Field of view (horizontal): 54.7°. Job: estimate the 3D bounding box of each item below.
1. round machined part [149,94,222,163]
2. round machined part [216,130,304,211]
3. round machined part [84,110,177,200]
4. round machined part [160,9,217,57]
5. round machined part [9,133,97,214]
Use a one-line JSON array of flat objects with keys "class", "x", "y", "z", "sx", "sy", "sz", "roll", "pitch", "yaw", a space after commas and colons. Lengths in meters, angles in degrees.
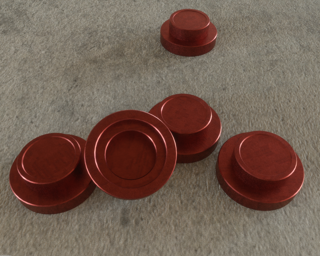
[{"class": "round machined part", "x": 0.030, "y": -0.006, "z": 0.398, "sx": 0.099, "sy": 0.042, "sz": 0.098, "roll": 0, "pitch": 50, "yaw": 0}, {"class": "round machined part", "x": 0.117, "y": 0.041, "z": 0.359, "sx": 0.099, "sy": 0.042, "sz": 0.098, "roll": 0, "pitch": 50, "yaw": 0}, {"class": "round machined part", "x": -0.033, "y": 0.032, "z": 0.350, "sx": 0.099, "sy": 0.042, "sz": 0.098, "roll": 2, "pitch": 73, "yaw": -6}, {"class": "round machined part", "x": 0.050, "y": -0.170, "z": 0.536, "sx": 0.099, "sy": 0.042, "sz": 0.098, "roll": 0, "pitch": 50, "yaw": 0}, {"class": "round machined part", "x": -0.121, "y": 0.044, "z": 0.354, "sx": 0.099, "sy": 0.042, "sz": 0.098, "roll": 0, "pitch": 50, "yaw": 0}]
